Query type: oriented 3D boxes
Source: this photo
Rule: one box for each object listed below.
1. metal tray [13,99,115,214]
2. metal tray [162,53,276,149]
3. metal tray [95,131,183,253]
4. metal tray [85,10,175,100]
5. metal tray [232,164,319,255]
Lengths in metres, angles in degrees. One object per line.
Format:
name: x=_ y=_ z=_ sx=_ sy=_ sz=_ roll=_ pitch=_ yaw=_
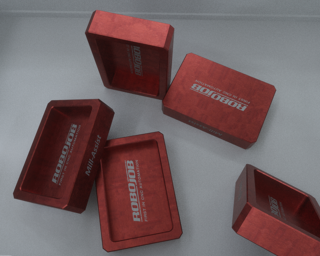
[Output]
metal tray: x=-0.115 y=0.029 z=0.374 sx=0.090 sy=0.030 sz=0.130 roll=2 pitch=67 yaw=30
metal tray: x=0.079 y=-0.038 z=0.422 sx=0.130 sy=0.030 sz=0.090 roll=24 pitch=71 yaw=8
metal tray: x=-0.030 y=0.075 z=0.378 sx=0.091 sy=0.030 sz=0.129 roll=-10 pitch=70 yaw=-4
metal tray: x=-0.032 y=-0.083 z=0.384 sx=0.090 sy=0.130 sz=0.030 roll=13 pitch=71 yaw=4
metal tray: x=0.126 y=0.088 z=0.326 sx=0.090 sy=0.130 sz=0.030 roll=27 pitch=106 yaw=9
